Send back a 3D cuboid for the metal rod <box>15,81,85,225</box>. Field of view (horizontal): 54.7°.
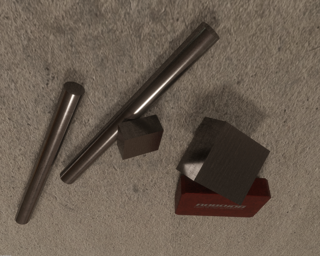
[{"bbox_3d":[-0.169,0.055,0.451,0.025,0.025,0.298,21,127,-18],"label":"metal rod"}]

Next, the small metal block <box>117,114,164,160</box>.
[{"bbox_3d":[-0.027,0.012,0.398,0.050,0.025,0.050,-15,150,-19],"label":"small metal block"}]

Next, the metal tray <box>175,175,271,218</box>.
[{"bbox_3d":[0.093,0.108,0.484,0.131,0.030,0.090,3,145,-3],"label":"metal tray"}]

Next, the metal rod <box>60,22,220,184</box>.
[{"bbox_3d":[-0.043,-0.014,0.394,0.025,0.025,0.299,33,123,-25],"label":"metal rod"}]

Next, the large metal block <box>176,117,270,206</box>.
[{"bbox_3d":[0.082,0.042,0.403,0.080,0.050,0.080,31,86,-24],"label":"large metal block"}]
